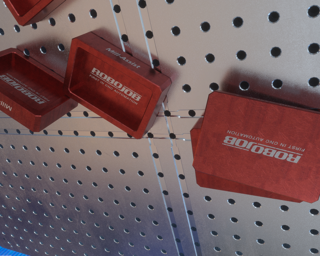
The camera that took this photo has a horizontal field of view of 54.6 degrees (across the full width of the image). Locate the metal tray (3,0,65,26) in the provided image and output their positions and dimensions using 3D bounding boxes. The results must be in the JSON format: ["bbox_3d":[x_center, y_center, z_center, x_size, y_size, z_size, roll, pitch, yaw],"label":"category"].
[{"bbox_3d":[-0.172,-0.203,0.373,0.090,0.030,0.130,-19,109,35],"label":"metal tray"}]

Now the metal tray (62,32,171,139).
[{"bbox_3d":[-0.060,-0.054,0.406,0.130,0.030,0.089,31,129,7],"label":"metal tray"}]

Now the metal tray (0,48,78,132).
[{"bbox_3d":[-0.191,-0.058,0.435,0.130,0.090,0.030,32,129,7],"label":"metal tray"}]

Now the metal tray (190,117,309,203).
[{"bbox_3d":[0.107,0.037,0.375,0.130,0.030,0.090,5,121,26],"label":"metal tray"}]

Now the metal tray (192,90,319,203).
[{"bbox_3d":[0.109,0.016,0.330,0.130,0.030,0.089,14,102,14],"label":"metal tray"}]
